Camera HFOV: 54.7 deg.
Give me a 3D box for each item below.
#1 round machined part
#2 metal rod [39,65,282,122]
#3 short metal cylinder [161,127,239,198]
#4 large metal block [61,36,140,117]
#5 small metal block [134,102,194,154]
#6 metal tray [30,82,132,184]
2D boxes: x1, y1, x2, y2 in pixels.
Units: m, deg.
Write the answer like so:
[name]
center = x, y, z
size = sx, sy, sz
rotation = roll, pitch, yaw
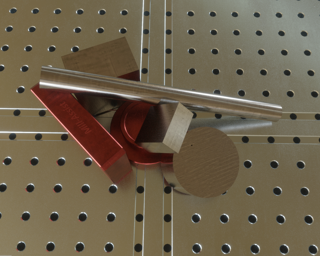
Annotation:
[round machined part]
center = -0.016, 0.000, 0.405
size = 0.099, 0.042, 0.098
rotation = 0, 70, -1
[metal rod]
center = 0.017, -0.037, 0.375
size = 0.302, 0.025, 0.025
rotation = 7, 69, -19
[short metal cylinder]
center = 0.046, 0.041, 0.371
size = 0.081, 0.050, 0.080
rotation = 2, 83, -15
[large metal block]
center = -0.071, -0.063, 0.403
size = 0.080, 0.080, 0.050
rotation = -20, 72, -7
[small metal block]
center = 0.004, 0.001, 0.352
size = 0.025, 0.050, 0.050
rotation = 37, 66, -32
[metal tray]
center = -0.091, 0.004, 0.374
size = 0.030, 0.090, 0.130
rotation = -42, 76, -14
